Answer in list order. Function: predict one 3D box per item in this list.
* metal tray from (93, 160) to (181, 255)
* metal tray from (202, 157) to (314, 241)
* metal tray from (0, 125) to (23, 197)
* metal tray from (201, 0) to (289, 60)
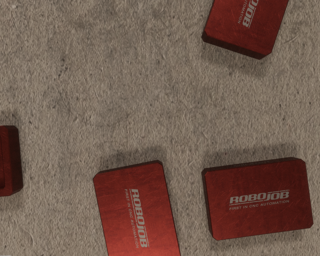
[{"bbox_3d":[-0.029,0.114,0.407,0.091,0.030,0.129,-11,90,-1],"label":"metal tray"},{"bbox_3d":[0.127,0.092,0.409,0.131,0.030,0.089,-7,90,-1],"label":"metal tray"},{"bbox_3d":[-0.254,0.046,0.404,0.131,0.030,0.089,-5,90,-1],"label":"metal tray"},{"bbox_3d":[0.118,-0.167,0.409,0.090,0.030,0.129,18,90,-1],"label":"metal tray"}]
